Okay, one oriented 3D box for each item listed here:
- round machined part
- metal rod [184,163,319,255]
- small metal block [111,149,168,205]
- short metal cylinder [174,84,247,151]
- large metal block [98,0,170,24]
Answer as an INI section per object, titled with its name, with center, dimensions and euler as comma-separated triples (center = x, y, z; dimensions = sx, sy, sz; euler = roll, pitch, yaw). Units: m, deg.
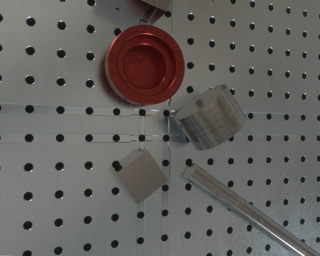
[round machined part]
center = -0.022, -0.077, 0.396
dimensions = 0.099, 0.042, 0.097
euler = 0, 90, -21
[metal rod]
center = 0.157, 0.145, 0.472
dimensions = 0.301, 0.025, 0.025
euler = 37, 78, -17
[small metal block]
center = -0.026, 0.062, 0.404
dimensions = 0.050, 0.025, 0.050
euler = -36, 102, -17
[short metal cylinder]
center = 0.066, -0.014, 0.409
dimensions = 0.080, 0.080, 0.050
euler = -39, 103, -16
[large metal block]
center = -0.026, -0.191, 0.390
dimensions = 0.081, 0.050, 0.080
euler = 18, 84, -20
